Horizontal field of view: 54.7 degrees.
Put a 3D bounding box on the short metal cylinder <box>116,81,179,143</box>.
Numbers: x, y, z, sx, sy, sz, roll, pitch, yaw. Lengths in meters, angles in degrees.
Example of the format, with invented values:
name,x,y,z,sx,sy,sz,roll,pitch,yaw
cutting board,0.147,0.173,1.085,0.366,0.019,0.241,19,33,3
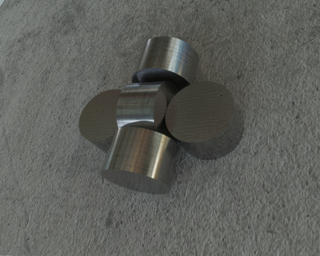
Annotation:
name,x,y,z,sx,sy,sz,roll,pitch,yaw
short metal cylinder,-0.010,-0.018,0.387,0.050,0.080,0.080,0,62,29

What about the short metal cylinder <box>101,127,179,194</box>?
name,x,y,z,sx,sy,sz,roll,pitch,yaw
short metal cylinder,-0.022,0.040,0.358,0.080,0.080,0.050,0,61,28

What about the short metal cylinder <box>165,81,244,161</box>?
name,x,y,z,sx,sy,sz,roll,pitch,yaw
short metal cylinder,0.053,-0.008,0.366,0.080,0.050,0.080,-13,56,21

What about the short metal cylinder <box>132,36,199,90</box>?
name,x,y,z,sx,sy,sz,roll,pitch,yaw
short metal cylinder,0.008,-0.075,0.413,0.080,0.080,0.050,0,62,28

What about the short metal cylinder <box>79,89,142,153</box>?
name,x,y,z,sx,sy,sz,roll,pitch,yaw
short metal cylinder,-0.063,-0.006,0.427,0.080,0.050,0.080,-13,56,20
